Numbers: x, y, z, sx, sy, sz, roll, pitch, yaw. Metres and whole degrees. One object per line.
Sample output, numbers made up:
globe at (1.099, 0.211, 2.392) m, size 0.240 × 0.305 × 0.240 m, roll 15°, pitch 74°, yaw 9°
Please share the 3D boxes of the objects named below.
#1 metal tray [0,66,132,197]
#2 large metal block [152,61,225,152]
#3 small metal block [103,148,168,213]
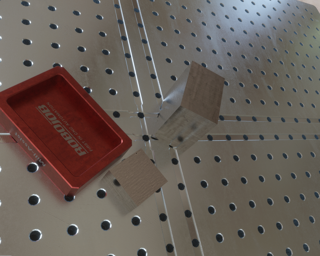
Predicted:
metal tray at (-0.107, 0.000, 0.348) m, size 0.130 × 0.030 × 0.091 m, roll 47°, pitch 51°, yaw 4°
large metal block at (0.038, -0.027, 0.411) m, size 0.050 × 0.080 × 0.080 m, roll 26°, pitch 52°, yaw -13°
small metal block at (-0.028, 0.060, 0.358) m, size 0.050 × 0.025 × 0.050 m, roll -33°, pitch 81°, yaw -38°
